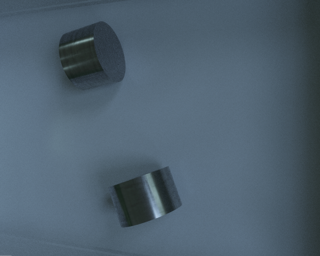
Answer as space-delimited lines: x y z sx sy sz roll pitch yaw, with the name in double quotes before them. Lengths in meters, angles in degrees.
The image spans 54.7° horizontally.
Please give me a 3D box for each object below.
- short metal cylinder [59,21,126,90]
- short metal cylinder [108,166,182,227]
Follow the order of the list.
"short metal cylinder" -0.087 -0.094 0.412 0.050 0.080 0.080 -11 86 20
"short metal cylinder" -0.019 0.085 0.388 0.080 0.080 0.050 -22 83 19
